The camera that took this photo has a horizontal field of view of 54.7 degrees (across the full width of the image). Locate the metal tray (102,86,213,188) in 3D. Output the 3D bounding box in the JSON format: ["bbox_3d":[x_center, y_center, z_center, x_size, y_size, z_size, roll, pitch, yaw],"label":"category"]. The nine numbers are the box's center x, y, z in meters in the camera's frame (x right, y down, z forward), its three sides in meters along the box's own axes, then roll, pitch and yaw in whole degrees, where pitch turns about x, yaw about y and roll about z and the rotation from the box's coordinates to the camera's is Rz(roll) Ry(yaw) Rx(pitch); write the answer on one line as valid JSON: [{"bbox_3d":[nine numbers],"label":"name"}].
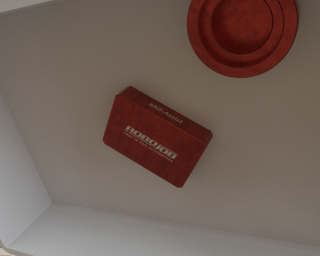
[{"bbox_3d":[-0.007,0.013,0.416,0.130,0.030,0.089,30,128,8],"label":"metal tray"}]

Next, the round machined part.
[{"bbox_3d":[0.079,-0.101,0.293,0.098,0.042,0.097,13,124,20],"label":"round machined part"}]
